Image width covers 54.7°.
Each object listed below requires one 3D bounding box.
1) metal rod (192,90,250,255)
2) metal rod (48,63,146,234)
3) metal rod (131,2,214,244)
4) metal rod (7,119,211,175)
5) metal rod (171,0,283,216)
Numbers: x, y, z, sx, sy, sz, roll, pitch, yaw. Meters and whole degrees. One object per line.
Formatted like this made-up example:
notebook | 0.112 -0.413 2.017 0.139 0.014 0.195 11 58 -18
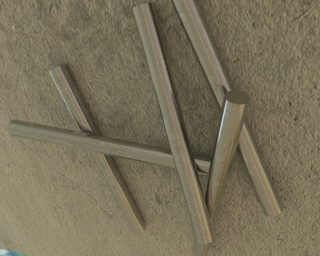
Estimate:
metal rod | 0.070 0.084 0.402 0.025 0.025 0.298 18 132 17
metal rod | -0.089 0.044 0.481 0.025 0.025 0.299 -9 114 32
metal rod | 0.020 0.007 0.372 0.025 0.025 0.298 -7 107 31
metal rod | -0.077 0.025 0.436 0.301 0.025 0.025 10 123 13
metal rod | 0.079 -0.023 0.350 0.025 0.025 0.299 -15 111 34
